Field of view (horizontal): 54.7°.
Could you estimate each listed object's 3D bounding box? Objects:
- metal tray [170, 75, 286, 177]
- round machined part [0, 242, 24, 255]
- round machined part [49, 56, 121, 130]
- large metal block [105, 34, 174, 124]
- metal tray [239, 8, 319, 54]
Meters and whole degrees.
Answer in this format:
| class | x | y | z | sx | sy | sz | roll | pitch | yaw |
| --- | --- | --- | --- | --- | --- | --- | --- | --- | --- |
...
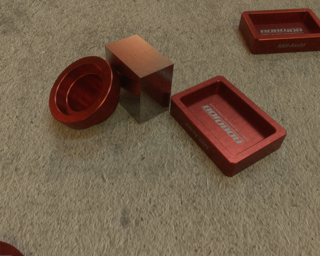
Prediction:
| class | x | y | z | sx | sy | sz | roll | pitch | yaw |
| --- | --- | --- | --- | --- | --- | --- | --- | --- | --- |
| metal tray | 0.085 | -0.009 | 0.408 | 0.091 | 0.030 | 0.130 | -26 | 55 | -21 |
| round machined part | -0.164 | 0.146 | 0.268 | 0.099 | 0.042 | 0.098 | 0 | 50 | 0 |
| round machined part | -0.094 | -0.042 | 0.409 | 0.098 | 0.042 | 0.098 | -11 | 62 | 22 |
| large metal block | -0.029 | -0.067 | 0.421 | 0.050 | 0.079 | 0.080 | -28 | 56 | -26 |
| metal tray | 0.216 | -0.173 | 0.547 | 0.131 | 0.030 | 0.090 | -4 | 50 | -4 |
